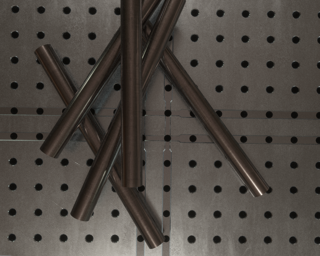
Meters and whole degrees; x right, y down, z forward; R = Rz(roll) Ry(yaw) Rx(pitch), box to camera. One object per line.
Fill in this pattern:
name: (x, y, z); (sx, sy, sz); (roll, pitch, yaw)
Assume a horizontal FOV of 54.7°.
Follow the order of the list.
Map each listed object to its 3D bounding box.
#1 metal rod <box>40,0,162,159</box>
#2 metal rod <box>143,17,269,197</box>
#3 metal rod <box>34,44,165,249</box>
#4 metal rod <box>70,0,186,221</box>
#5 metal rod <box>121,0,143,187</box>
metal rod: (-0.056, -0.094, 0.386); (0.025, 0.025, 0.299); (33, 90, -1)
metal rod: (0.048, -0.036, 0.413); (0.025, 0.025, 0.299); (-36, 90, 0)
metal rod: (-0.079, 0.025, 0.412); (0.025, 0.025, 0.299); (-30, 90, 0)
metal rod: (-0.039, -0.026, 0.386); (0.025, 0.025, 0.299); (24, 90, -1)
metal rod: (-0.033, -0.082, 0.360); (0.025, 0.025, 0.298); (0, 90, -1)
